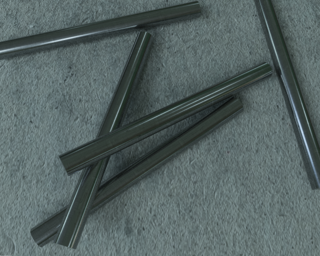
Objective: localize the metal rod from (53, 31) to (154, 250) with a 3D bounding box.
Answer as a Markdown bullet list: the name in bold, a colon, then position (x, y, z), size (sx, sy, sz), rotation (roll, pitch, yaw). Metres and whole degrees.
- **metal rod**: position (-0.061, -0.004, 0.392), size (0.025, 0.025, 0.300), rotation (15, 64, 5)

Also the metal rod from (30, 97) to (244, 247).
- **metal rod**: position (-0.019, 0.048, 0.390), size (0.301, 0.025, 0.025), rotation (-33, 74, -12)

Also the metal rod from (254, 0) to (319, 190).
- **metal rod**: position (0.181, -0.065, 0.434), size (0.025, 0.025, 0.299), rotation (-7, 70, -3)

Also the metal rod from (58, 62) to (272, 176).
- **metal rod**: position (0.023, -0.021, 0.388), size (0.302, 0.025, 0.025), rotation (-26, 72, -21)

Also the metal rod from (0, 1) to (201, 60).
- **metal rod**: position (-0.087, -0.146, 0.460), size (0.302, 0.025, 0.025), rotation (-14, 71, -6)
